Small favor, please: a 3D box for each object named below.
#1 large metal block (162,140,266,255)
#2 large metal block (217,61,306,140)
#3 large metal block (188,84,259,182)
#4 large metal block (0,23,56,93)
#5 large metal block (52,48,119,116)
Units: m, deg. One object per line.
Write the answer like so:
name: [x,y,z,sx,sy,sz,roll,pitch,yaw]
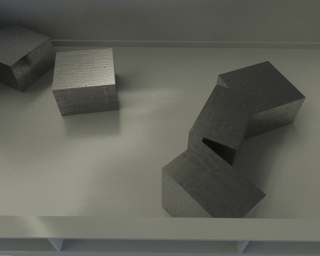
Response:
large metal block: [0.047,0.073,0.308,0.050,0.080,0.080,-34,58,-25]
large metal block: [0.131,-0.039,0.422,0.081,0.050,0.080,-18,52,-15]
large metal block: [0.070,0.011,0.361,0.050,0.080,0.080,21,53,17]
large metal block: [-0.222,-0.111,0.480,0.080,0.050,0.080,23,54,18]
large metal block: [-0.104,-0.067,0.445,0.081,0.050,0.080,-6,50,-6]
